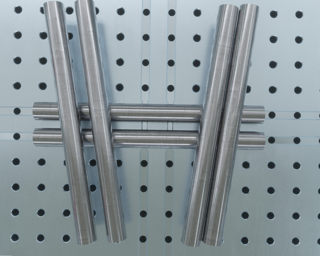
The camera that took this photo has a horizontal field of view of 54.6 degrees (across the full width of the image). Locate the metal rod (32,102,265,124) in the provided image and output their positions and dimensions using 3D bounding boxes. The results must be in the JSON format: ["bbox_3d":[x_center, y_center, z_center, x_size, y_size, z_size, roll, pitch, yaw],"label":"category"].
[{"bbox_3d":[-0.014,-0.020,0.414,0.302,0.025,0.025,1,90,0],"label":"metal rod"}]

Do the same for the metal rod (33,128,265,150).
[{"bbox_3d":[-0.014,0.015,0.414,0.302,0.025,0.025,1,90,0],"label":"metal rod"}]

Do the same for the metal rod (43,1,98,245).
[{"bbox_3d":[-0.112,-0.006,0.388,0.025,0.025,0.298,-8,90,0],"label":"metal rod"}]

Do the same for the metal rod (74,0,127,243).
[{"bbox_3d":[-0.074,-0.009,0.389,0.025,0.025,0.298,-8,90,0],"label":"metal rod"}]

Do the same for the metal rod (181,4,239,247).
[{"bbox_3d":[0.062,-0.003,0.389,0.025,0.025,0.298,9,90,0],"label":"metal rod"}]

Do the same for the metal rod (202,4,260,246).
[{"bbox_3d":[0.089,-0.004,0.390,0.025,0.025,0.298,9,90,0],"label":"metal rod"}]
